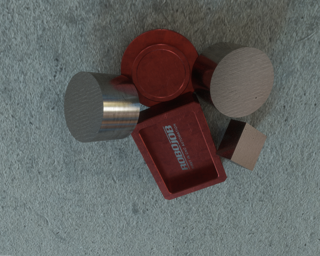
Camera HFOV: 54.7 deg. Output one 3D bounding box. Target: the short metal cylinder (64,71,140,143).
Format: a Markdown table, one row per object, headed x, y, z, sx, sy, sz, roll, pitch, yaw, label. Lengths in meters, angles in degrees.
| x | y | z | sx | sy | sz | roll | pitch | yaw | label |
| --- | --- | --- | --- | --- | --- | --- | --- | --- | --- |
| -0.070 | -0.024 | 0.365 | 0.050 | 0.080 | 0.079 | -4 | 118 | -46 | short metal cylinder |

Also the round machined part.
| x | y | z | sx | sy | sz | roll | pitch | yaw | label |
| --- | --- | --- | --- | --- | --- | --- | --- | --- | --- |
| 0.001 | -0.069 | 0.377 | 0.099 | 0.042 | 0.097 | 0 | 110 | 0 | round machined part |

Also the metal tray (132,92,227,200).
| x | y | z | sx | sy | sz | roll | pitch | yaw | label |
| --- | --- | --- | --- | --- | --- | --- | --- | --- | --- |
| 0.026 | 0.028 | 0.407 | 0.090 | 0.030 | 0.129 | -21 | 119 | 7 | metal tray |

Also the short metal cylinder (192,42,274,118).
| x | y | z | sx | sy | sz | roll | pitch | yaw | label |
| --- | --- | --- | --- | --- | --- | --- | --- | --- | --- |
| 0.085 | -0.058 | 0.366 | 0.081 | 0.050 | 0.079 | -7 | 113 | -17 | short metal cylinder |

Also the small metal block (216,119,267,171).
| x | y | z | sx | sy | sz | roll | pitch | yaw | label |
| --- | --- | --- | --- | --- | --- | --- | --- | --- | --- |
| 0.106 | 0.022 | 0.401 | 0.050 | 0.025 | 0.050 | 27 | 85 | -37 | small metal block |
